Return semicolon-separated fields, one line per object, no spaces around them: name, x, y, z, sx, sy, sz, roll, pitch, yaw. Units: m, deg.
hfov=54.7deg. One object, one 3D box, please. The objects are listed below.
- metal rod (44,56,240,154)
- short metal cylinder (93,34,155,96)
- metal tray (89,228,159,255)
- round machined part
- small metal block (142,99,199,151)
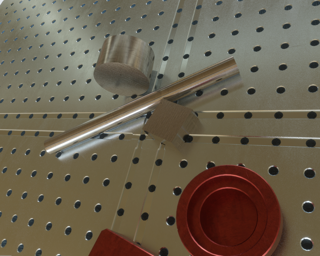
metal rod;-0.035;-0.027;0.441;0.301;0.025;0.025;-23;54;14
short metal cylinder;-0.051;-0.089;0.453;0.080;0.080;0.050;-5;60;25
metal tray;-0.026;0.171;0.313;0.130;0.030;0.090;16;70;34
round machined part;0.069;0.089;0.306;0.098;0.042;0.098;-13;56;20
small metal block;0.014;-0.005;0.403;0.050;0.025;0.050;23;74;36
